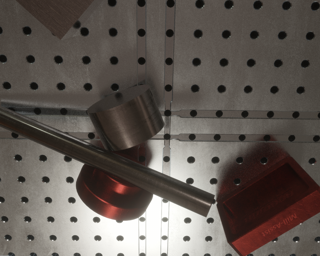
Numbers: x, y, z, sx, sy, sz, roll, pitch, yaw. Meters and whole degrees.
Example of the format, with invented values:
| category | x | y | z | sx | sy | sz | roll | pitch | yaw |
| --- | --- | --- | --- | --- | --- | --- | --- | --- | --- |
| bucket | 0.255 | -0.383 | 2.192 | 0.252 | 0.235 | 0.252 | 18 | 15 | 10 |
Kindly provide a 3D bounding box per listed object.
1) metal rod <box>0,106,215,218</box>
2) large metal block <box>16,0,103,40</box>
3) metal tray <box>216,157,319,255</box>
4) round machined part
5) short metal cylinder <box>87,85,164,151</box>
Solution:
| category | x | y | z | sx | sy | sz | roll | pitch | yaw |
| --- | --- | --- | --- | --- | --- | --- | --- | --- | --- |
| metal rod | -0.083 | 0.031 | 0.365 | 0.301 | 0.025 | 0.025 | 21 | 110 | 15 |
| large metal block | -0.109 | -0.157 | 0.341 | 0.080 | 0.050 | 0.080 | 42 | 104 | -14 |
| metal tray | 0.145 | 0.103 | 0.418 | 0.130 | 0.090 | 0.030 | -36 | 106 | 12 |
| round machined part | -0.053 | 0.067 | 0.397 | 0.099 | 0.098 | 0.042 | 23 | 113 | -9 |
| short metal cylinder | -0.041 | -0.014 | 0.378 | 0.080 | 0.080 | 0.050 | -19 | 109 | 6 |
